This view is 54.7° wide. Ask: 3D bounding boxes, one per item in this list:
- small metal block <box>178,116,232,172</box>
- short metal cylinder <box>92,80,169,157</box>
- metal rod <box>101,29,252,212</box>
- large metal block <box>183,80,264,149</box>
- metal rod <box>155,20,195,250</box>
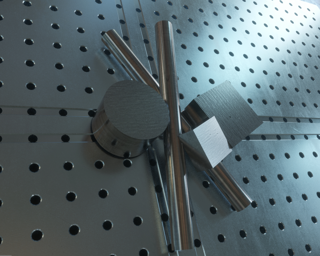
[{"bbox_3d":[0.057,0.019,0.382,0.050,0.025,0.050,-30,93,-46],"label":"small metal block"},{"bbox_3d":[-0.036,-0.011,0.375,0.081,0.050,0.080,14,56,-21],"label":"short metal cylinder"},{"bbox_3d":[0.018,-0.015,0.423,0.025,0.025,0.300,-32,80,-38],"label":"metal rod"},{"bbox_3d":[0.085,-0.011,0.439,0.081,0.050,0.080,-31,79,-38],"label":"large metal block"},{"bbox_3d":[0.015,-0.007,0.391,0.025,0.025,0.299,6,67,-25],"label":"metal rod"}]
